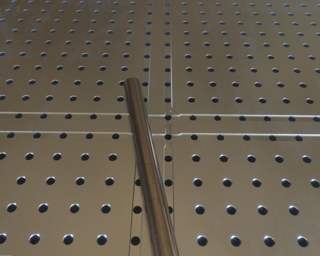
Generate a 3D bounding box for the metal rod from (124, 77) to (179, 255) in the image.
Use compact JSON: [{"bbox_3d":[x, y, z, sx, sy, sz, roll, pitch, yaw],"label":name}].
[{"bbox_3d":[-0.013,0.047,0.367,0.025,0.025,0.300,-8,51,-7],"label":"metal rod"}]
